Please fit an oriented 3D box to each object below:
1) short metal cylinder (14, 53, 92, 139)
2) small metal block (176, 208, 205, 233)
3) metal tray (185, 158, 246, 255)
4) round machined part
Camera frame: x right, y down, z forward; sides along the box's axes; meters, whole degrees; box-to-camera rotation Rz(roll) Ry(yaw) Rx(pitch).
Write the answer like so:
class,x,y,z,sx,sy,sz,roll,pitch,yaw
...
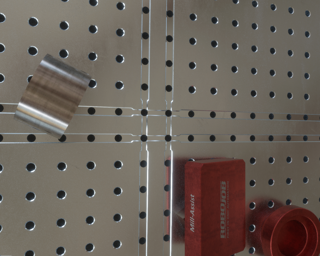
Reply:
class,x,y,z,sx,sy,sz,roll,pitch,yaw
short metal cylinder,-0.116,-0.034,0.340,0.050,0.080,0.080,27,81,-18
small metal block,0.059,0.129,0.434,0.050,0.025,0.050,-32,101,-17
metal tray,0.077,0.109,0.424,0.091,0.030,0.129,0,90,-38
round machined part,0.196,0.167,0.476,0.099,0.042,0.097,0,90,-20
